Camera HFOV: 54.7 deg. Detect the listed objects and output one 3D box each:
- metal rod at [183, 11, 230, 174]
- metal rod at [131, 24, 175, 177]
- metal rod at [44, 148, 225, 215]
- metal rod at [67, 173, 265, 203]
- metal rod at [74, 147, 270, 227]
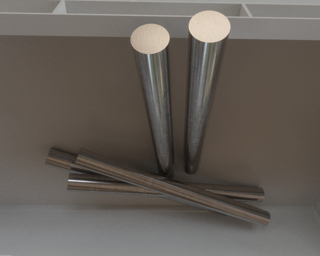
[{"bbox_3d":[0.038,-0.002,0.325,0.025,0.025,0.299,-3,156,2],"label":"metal rod"},{"bbox_3d":[0.002,0.005,0.334,0.025,0.025,0.299,-3,155,2],"label":"metal rod"},{"bbox_3d":[-0.024,0.089,0.484,0.302,0.025,0.025,20,127,-17],"label":"metal rod"},{"bbox_3d":[0.018,0.092,0.467,0.302,0.025,0.025,7,130,-15],"label":"metal rod"},{"bbox_3d":[0.028,0.089,0.442,0.302,0.025,0.025,21,127,-16],"label":"metal rod"}]
